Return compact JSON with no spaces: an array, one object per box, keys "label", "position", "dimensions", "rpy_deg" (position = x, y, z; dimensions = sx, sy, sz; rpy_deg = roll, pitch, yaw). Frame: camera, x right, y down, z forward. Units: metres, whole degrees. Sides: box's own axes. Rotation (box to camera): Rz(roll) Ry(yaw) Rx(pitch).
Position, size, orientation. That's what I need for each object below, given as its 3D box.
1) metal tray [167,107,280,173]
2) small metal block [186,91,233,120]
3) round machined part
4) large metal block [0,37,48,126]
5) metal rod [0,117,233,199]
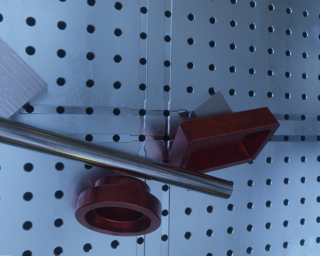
[{"label":"metal tray","position":[0.082,0.021,0.410],"dimensions":[0.131,0.089,0.030],"rpy_deg":[-10,54,-20]},{"label":"small metal block","position":[0.074,-0.017,0.441],"dimensions":[0.050,0.025,0.050],"rpy_deg":[-37,102,-17]},{"label":"round machined part","position":[-0.047,0.090,0.368],"dimensions":[0.099,0.097,0.042],"rpy_deg":[20,48,-20]},{"label":"large metal block","position":[-0.181,-0.047,0.332],"dimensions":[0.080,0.050,0.080],"rpy_deg":[-46,105,-14]},{"label":"metal rod","position":[-0.044,0.038,0.350],"dimensions":[0.302,0.025,0.025],"rpy_deg":[18,84,-23]}]
